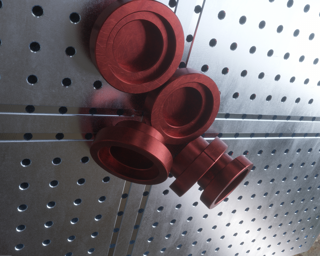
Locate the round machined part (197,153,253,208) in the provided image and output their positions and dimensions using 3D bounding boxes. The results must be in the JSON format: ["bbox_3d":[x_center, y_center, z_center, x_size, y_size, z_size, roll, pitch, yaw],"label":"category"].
[{"bbox_3d":[0.097,0.078,0.488,0.099,0.042,0.098,-37,154,-20],"label":"round machined part"}]

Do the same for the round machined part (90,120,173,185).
[{"bbox_3d":[-0.031,0.027,0.379,0.098,0.098,0.042,54,44,-40],"label":"round machined part"}]

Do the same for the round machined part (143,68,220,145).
[{"bbox_3d":[0.024,-0.030,0.396,0.099,0.042,0.097,-14,124,-21],"label":"round machined part"}]

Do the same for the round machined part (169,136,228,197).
[{"bbox_3d":[0.046,0.047,0.435,0.098,0.042,0.098,-45,171,-9],"label":"round machined part"}]

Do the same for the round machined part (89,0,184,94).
[{"bbox_3d":[-0.027,-0.089,0.331,0.099,0.042,0.097,-14,124,-21],"label":"round machined part"}]
